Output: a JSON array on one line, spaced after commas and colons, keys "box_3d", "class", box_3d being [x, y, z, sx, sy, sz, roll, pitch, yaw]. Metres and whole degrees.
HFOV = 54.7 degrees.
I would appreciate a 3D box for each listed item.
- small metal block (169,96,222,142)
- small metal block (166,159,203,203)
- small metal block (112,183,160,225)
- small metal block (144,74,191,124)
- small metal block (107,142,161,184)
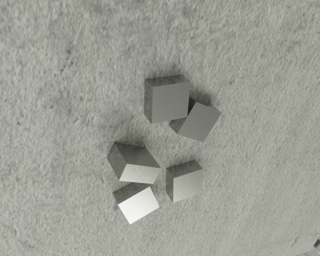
[{"box_3d": [0.049, -0.012, 0.428, 0.050, 0.025, 0.050, 18, 109, -36], "class": "small metal block"}, {"box_3d": [0.037, 0.082, 0.480, 0.050, 0.025, 0.050, -15, 125, -21], "class": "small metal block"}, {"box_3d": [-0.035, 0.106, 0.455, 0.050, 0.025, 0.050, -28, 129, -11], "class": "small metal block"}, {"box_3d": [0.008, -0.037, 0.390, 0.050, 0.025, 0.050, -12, 124, -22], "class": "small metal block"}, {"box_3d": [-0.034, 0.045, 0.401, 0.050, 0.050, 0.025, 13, 112, -34], "class": "small metal block"}]
